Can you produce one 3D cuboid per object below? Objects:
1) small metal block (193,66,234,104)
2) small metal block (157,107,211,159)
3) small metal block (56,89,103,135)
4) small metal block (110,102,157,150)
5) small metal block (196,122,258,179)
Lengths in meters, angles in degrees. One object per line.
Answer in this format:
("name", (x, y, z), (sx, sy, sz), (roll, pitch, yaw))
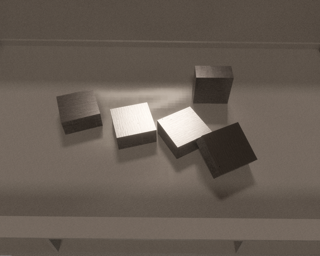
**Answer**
("small metal block", (0.074, -0.061, 0.441), (0.050, 0.050, 0.025), (0, 50, 0))
("small metal block", (0.031, 0.005, 0.401), (0.050, 0.025, 0.050), (-23, 54, -19))
("small metal block", (-0.110, -0.023, 0.423), (0.050, 0.025, 0.050), (-14, 52, -12))
("small metal block", (-0.035, -0.003, 0.407), (0.050, 0.025, 0.050), (-12, 51, -10))
("small metal block", (0.080, 0.027, 0.373), (0.050, 0.025, 0.050), (-20, 75, -16))
